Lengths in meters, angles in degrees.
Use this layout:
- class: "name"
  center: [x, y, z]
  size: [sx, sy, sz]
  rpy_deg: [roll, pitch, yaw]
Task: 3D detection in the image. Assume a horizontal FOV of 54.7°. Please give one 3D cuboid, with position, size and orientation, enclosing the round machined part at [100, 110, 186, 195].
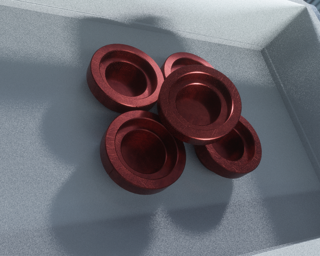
- class: "round machined part"
  center: [-0.023, 0.031, 0.363]
  size: [0.099, 0.042, 0.098]
  rpy_deg: [14, 56, -21]

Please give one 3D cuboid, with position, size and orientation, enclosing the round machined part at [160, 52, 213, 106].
- class: "round machined part"
  center: [0.041, -0.059, 0.453]
  size: [0.099, 0.042, 0.098]
  rpy_deg: [14, 56, -21]

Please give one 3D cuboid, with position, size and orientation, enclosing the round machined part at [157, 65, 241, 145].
- class: "round machined part"
  center: [0.045, -0.025, 0.379]
  size: [0.099, 0.042, 0.098]
  rpy_deg: [3, 68, -8]

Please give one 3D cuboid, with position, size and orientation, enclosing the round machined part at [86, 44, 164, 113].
- class: "round machined part"
  center: [-0.047, -0.058, 0.404]
  size: [0.099, 0.042, 0.098]
  rpy_deg: [14, 56, -21]

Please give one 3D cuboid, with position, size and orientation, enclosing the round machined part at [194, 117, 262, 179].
- class: "round machined part"
  center: [0.087, 0.024, 0.427]
  size: [0.099, 0.042, 0.098]
  rpy_deg: [14, 56, -21]
